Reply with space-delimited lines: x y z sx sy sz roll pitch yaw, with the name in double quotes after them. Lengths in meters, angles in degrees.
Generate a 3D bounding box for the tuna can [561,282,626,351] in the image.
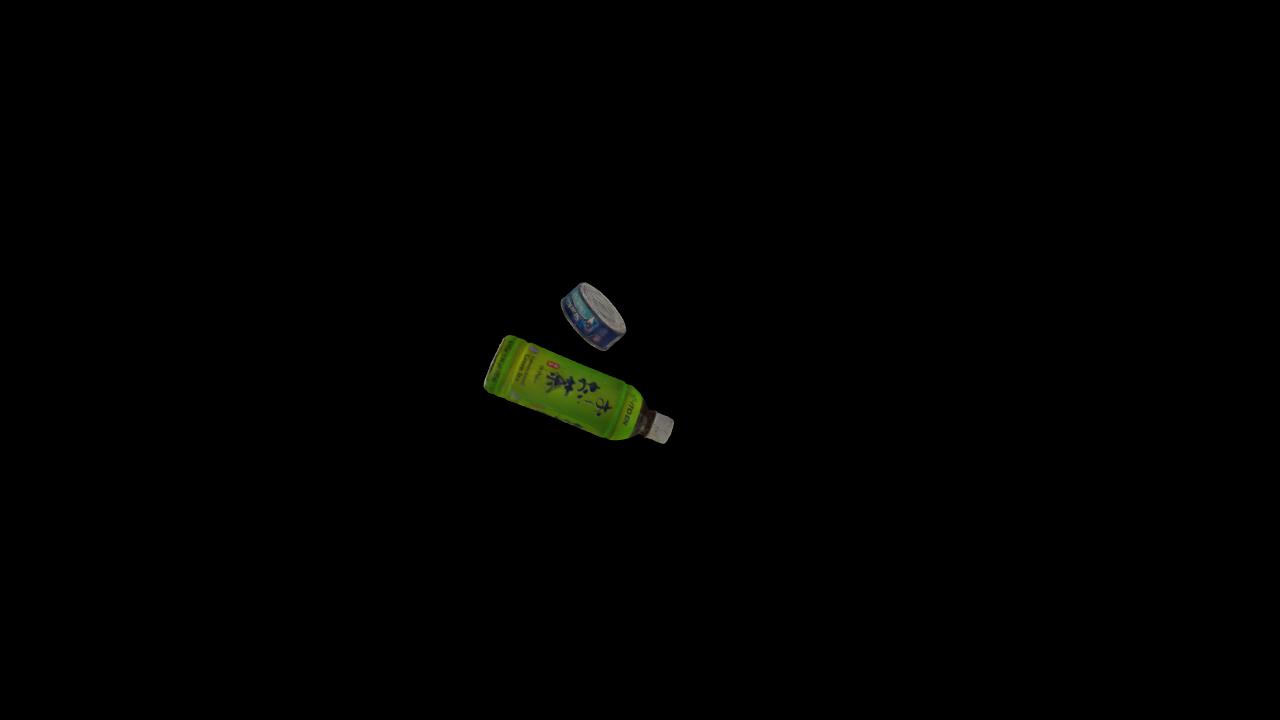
-0.055 -0.053 0.748 0.034 0.084 0.084 -40 -14 17 "tuna can"

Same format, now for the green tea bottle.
-0.063 0.041 0.687 0.212 0.073 0.073 21 -3 -7 "green tea bottle"
